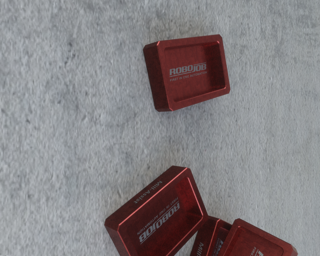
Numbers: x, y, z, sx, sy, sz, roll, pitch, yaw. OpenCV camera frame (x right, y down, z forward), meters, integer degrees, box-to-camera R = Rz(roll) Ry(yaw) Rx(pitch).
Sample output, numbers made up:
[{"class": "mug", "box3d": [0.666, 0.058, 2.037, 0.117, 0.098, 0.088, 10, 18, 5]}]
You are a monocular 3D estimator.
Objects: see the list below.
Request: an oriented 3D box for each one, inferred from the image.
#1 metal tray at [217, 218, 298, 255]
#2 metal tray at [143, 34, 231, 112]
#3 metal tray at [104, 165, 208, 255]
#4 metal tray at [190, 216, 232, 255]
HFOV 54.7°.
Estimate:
[{"class": "metal tray", "box3d": [0.122, 0.206, 0.435, 0.030, 0.090, 0.130, 43, 73, -44]}, {"class": "metal tray", "box3d": [0.043, -0.080, 0.439, 0.131, 0.030, 0.089, -19, 103, -39]}, {"class": "metal tray", "box3d": [0.002, 0.120, 0.405, 0.131, 0.030, 0.090, -34, 111, -35]}, {"class": "metal tray", "box3d": [0.085, 0.210, 0.475, 0.090, 0.030, 0.130, 34, 69, -35]}]
